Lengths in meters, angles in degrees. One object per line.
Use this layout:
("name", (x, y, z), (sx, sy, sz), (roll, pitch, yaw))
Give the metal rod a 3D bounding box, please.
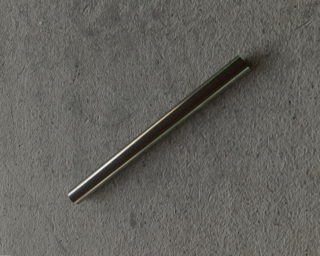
("metal rod", (-0.011, 0.011, 0.414), (0.300, 0.025, 0.025), (-38, 78, 15))
